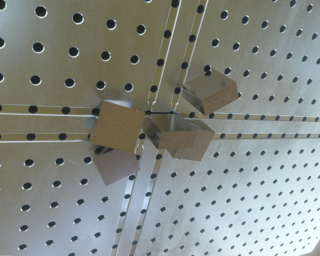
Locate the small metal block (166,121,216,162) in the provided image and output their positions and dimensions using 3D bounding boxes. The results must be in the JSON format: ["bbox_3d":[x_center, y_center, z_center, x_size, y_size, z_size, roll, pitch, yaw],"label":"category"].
[{"bbox_3d":[0.044,0.018,0.445,0.050,0.025,0.050,11,113,-33],"label":"small metal block"}]

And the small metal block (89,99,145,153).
[{"bbox_3d":[-0.051,-0.002,0.365,0.050,0.025,0.050,16,92,-19],"label":"small metal block"}]

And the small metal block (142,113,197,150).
[{"bbox_3d":[0.012,0.003,0.402,0.050,0.050,0.025,-1,119,-28],"label":"small metal block"}]

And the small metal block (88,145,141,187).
[{"bbox_3d":[-0.059,0.041,0.404,0.050,0.025,0.050,-25,128,-13],"label":"small metal block"}]

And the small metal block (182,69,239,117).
[{"bbox_3d":[0.064,-0.047,0.400,0.050,0.050,0.025,-29,128,-10],"label":"small metal block"}]
